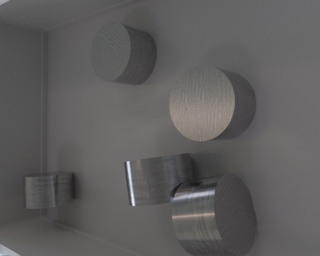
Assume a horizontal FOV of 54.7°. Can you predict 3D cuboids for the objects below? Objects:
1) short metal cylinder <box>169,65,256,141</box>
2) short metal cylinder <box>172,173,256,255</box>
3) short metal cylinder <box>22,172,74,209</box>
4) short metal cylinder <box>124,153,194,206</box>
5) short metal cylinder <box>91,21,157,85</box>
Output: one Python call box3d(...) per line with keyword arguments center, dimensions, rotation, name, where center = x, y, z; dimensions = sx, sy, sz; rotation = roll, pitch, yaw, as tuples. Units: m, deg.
box3d(center=(0.058, -0.026, 0.343), dimensions=(0.080, 0.050, 0.080), rotation=(0, 90, 40), name="short metal cylinder")
box3d(center=(0.058, 0.091, 0.323), dimensions=(0.050, 0.081, 0.080), rotation=(-20, 78, 38), name="short metal cylinder")
box3d(center=(-0.190, 0.104, 0.528), dimensions=(0.080, 0.081, 0.050), rotation=(-5, 87, 40), name="short metal cylinder")
box3d(center=(0.000, 0.060, 0.371), dimensions=(0.080, 0.081, 0.050), rotation=(-13, 82, 39), name="short metal cylinder")
box3d(center=(-0.051, -0.102, 0.433), dimensions=(0.080, 0.050, 0.080), rotation=(0, 90, 40), name="short metal cylinder")
